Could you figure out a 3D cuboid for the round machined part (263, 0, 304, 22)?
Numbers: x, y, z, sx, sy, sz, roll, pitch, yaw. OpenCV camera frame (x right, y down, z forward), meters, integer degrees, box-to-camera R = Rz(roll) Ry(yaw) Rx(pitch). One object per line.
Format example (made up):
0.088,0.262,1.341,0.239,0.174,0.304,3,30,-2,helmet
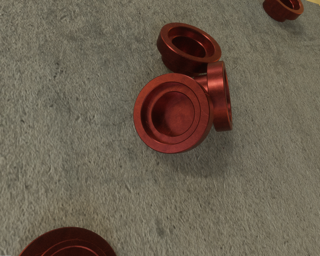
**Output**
0.279,-0.285,0.717,0.099,0.042,0.098,14,56,-21,round machined part

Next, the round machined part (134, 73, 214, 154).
0.020,-0.017,0.390,0.098,0.098,0.042,61,18,15,round machined part

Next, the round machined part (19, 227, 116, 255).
-0.079,0.135,0.268,0.099,0.042,0.098,14,56,-21,round machined part

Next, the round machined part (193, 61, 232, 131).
0.074,-0.043,0.436,0.042,0.098,0.098,-7,56,16,round machined part

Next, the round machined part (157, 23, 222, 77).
0.041,-0.116,0.477,0.099,0.042,0.098,13,46,-14,round machined part
